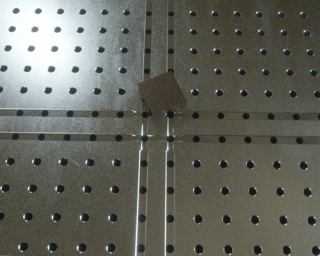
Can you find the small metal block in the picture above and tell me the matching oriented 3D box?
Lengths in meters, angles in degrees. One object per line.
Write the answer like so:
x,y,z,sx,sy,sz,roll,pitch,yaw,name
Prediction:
0.003,-0.044,0.428,0.050,0.025,0.050,-22,72,-8,small metal block
